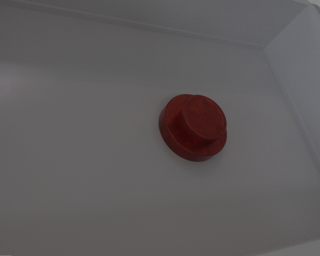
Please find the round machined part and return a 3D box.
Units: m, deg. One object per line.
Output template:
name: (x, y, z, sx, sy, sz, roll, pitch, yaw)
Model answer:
round machined part: (0.052, -0.007, 0.426, 0.099, 0.042, 0.098, 13, 56, -21)
